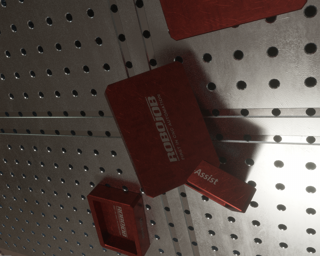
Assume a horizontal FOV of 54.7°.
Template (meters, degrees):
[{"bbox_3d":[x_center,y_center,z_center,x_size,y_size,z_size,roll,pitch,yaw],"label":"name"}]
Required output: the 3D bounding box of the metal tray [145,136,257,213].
[{"bbox_3d":[0.045,0.058,0.385,0.130,0.030,0.090,28,170,9],"label":"metal tray"}]

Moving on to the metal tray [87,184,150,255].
[{"bbox_3d":[-0.071,0.166,0.546,0.090,0.030,0.129,8,122,24],"label":"metal tray"}]

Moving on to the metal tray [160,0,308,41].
[{"bbox_3d":[0.061,-0.142,0.288,0.130,0.030,0.090,-6,116,30],"label":"metal tray"}]

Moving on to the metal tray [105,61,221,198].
[{"bbox_3d":[0.003,0.001,0.350,0.030,0.091,0.129,176,72,-78],"label":"metal tray"}]
